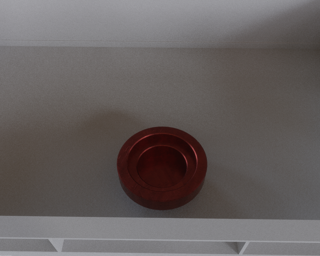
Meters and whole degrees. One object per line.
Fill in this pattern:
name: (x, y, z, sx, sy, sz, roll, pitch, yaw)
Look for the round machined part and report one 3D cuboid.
round machined part: (0.002, 0.049, 0.354, 0.099, 0.042, 0.098, 0, 50, 0)
